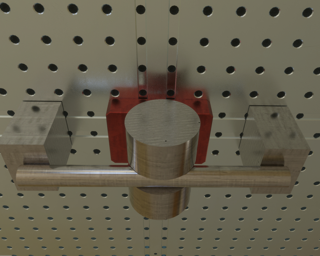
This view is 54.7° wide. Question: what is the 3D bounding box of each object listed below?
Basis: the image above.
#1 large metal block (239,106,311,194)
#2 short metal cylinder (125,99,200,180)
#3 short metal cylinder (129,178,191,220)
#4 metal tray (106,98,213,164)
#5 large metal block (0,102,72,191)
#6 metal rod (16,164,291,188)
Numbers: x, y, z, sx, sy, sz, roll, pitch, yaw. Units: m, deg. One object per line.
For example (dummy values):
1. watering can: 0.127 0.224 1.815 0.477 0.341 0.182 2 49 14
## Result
1. large metal block: 0.141 0.028 0.399 0.050 0.080 0.079 1 130 -1
2. short metal cylinder: 0.002 0.011 0.346 0.081 0.080 0.050 1 130 -1
3. short metal cylinder: 0.000 0.068 0.394 0.081 0.080 0.050 1 130 -1
4. metal tray: -0.001 0.006 0.413 0.131 0.030 0.089 1 130 -1
5. large metal block: -0.152 0.022 0.391 0.050 0.080 0.079 1 130 -1
6. metal rod: -0.006 0.055 0.352 0.302 0.025 0.025 0 130 -1
